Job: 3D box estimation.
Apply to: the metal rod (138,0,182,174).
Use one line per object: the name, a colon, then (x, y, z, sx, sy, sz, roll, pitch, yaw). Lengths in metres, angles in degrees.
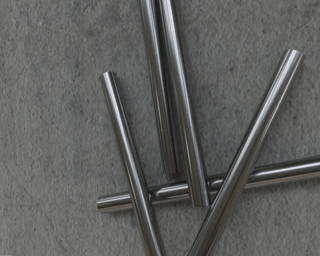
metal rod: (-0.005, -0.090, 0.409, 0.025, 0.025, 0.298, -9, 87, 19)

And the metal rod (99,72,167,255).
metal rod: (-0.031, 0.065, 0.395, 0.025, 0.025, 0.299, -22, 74, 18)

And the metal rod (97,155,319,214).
metal rod: (0.057, 0.073, 0.388, 0.301, 0.025, 0.025, -14, 85, 19)

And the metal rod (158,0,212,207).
metal rod: (0.027, -0.056, 0.384, 0.025, 0.025, 0.298, -11, 81, 19)

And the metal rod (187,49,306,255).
metal rod: (0.090, 0.051, 0.351, 0.025, 0.025, 0.299, 25, 88, 18)
